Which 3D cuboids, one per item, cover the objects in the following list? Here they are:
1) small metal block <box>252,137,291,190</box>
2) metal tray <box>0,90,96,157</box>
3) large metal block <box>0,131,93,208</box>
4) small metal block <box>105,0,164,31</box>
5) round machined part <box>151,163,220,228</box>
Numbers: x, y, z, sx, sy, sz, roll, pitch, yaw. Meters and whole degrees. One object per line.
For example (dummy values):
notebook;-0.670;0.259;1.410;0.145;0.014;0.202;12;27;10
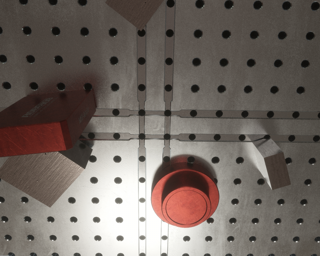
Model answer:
small metal block;0.150;0.047;0.420;0.025;0.050;0.050;-18;109;6
metal tray;-0.131;-0.010;0.352;0.091;0.130;0.030;-6;110;2
large metal block;-0.150;0.044;0.409;0.080;0.050;0.080;38;110;-17
small metal block;-0.026;-0.149;0.358;0.050;0.025;0.050;36;106;-13
round machined part;0.036;0.102;0.443;0.099;0.042;0.097;0;110;-1
